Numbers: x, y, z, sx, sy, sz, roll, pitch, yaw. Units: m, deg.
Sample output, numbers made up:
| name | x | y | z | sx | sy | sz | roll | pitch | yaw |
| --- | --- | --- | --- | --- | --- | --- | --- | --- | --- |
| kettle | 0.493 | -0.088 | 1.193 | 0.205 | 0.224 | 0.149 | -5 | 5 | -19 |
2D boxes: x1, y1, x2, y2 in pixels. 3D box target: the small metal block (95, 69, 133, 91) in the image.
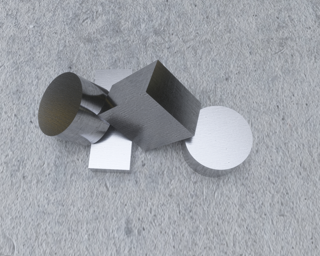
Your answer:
| name | x | y | z | sx | sy | sz | roll | pitch | yaw |
| --- | --- | --- | --- | --- | --- | --- | --- | --- | --- |
| small metal block | -0.063 | -0.053 | 0.428 | 0.050 | 0.025 | 0.050 | -1 | 70 | -1 |

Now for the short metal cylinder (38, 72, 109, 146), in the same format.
| name | x | y | z | sx | sy | sz | roll | pitch | yaw |
| --- | --- | --- | --- | --- | --- | --- | --- | --- | --- |
| short metal cylinder | -0.104 | -0.022 | 0.384 | 0.080 | 0.050 | 0.080 | -13 | 67 | 33 |

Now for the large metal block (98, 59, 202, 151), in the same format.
| name | x | y | z | sx | sy | sz | roll | pitch | yaw |
| --- | --- | --- | --- | --- | --- | --- | --- | --- | --- |
| large metal block | -0.011 | -0.022 | 0.368 | 0.080 | 0.080 | 0.050 | 41 | 48 | -30 |

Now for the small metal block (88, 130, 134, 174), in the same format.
| name | x | y | z | sx | sy | sz | roll | pitch | yaw |
| --- | --- | --- | --- | --- | --- | --- | --- | --- | --- |
| small metal block | -0.061 | 0.031 | 0.397 | 0.050 | 0.025 | 0.050 | 3 | 70 | 0 |

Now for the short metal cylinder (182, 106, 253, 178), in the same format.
| name | x | y | z | sx | sy | sz | roll | pitch | yaw |
| --- | --- | --- | --- | --- | --- | --- | --- | --- | --- |
| short metal cylinder | 0.069 | 0.019 | 0.390 | 0.081 | 0.050 | 0.080 | 0 | 70 | 0 |
